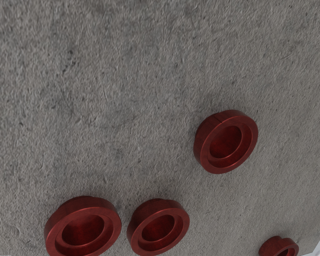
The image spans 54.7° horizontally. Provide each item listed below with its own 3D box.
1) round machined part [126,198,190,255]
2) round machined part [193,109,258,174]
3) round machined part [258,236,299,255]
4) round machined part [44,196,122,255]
[{"bbox_3d":[-0.006,0.150,0.485,0.099,0.042,0.097,-14,124,-21],"label":"round machined part"},{"bbox_3d":[0.091,0.016,0.455,0.099,0.042,0.097,-14,124,-21],"label":"round machined part"},{"bbox_3d":[0.271,0.292,0.725,0.099,0.042,0.097,-14,124,-21],"label":"round machined part"},{"bbox_3d":[-0.106,0.131,0.419,0.099,0.042,0.097,-14,124,-21],"label":"round machined part"}]
